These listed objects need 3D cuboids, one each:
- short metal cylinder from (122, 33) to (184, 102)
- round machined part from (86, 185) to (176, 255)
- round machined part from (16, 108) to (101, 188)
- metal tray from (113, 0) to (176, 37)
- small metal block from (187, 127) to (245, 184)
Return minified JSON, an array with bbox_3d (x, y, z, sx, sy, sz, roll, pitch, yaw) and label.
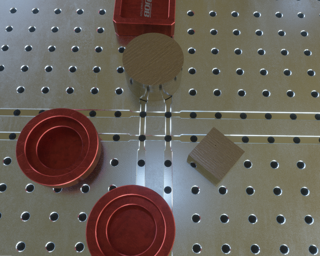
[{"bbox_3d":[-0.009,-0.083,0.429,0.081,0.050,0.080,0,70,0],"label":"short metal cylinder"},{"bbox_3d":[-0.032,0.118,0.359,0.099,0.042,0.098,0,70,-1],"label":"round machined part"},{"bbox_3d":[-0.124,0.027,0.391,0.099,0.042,0.098,0,70,-1],"label":"round machined part"},{"bbox_3d":[-0.021,-0.207,0.484,0.091,0.030,0.130,3,70,0],"label":"metal tray"},{"bbox_3d":[0.071,0.036,0.400,0.050,0.025,0.050,40,74,13],"label":"small metal block"}]
